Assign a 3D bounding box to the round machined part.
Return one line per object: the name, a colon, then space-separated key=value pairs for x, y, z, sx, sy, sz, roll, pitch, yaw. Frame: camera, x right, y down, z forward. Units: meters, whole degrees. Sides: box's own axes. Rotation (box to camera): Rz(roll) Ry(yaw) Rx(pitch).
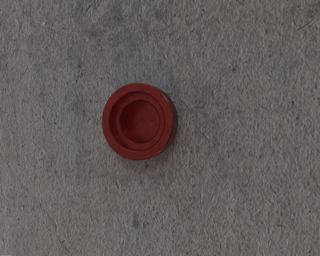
round machined part: x=-0.023 y=-0.008 z=0.408 sx=0.098 sy=0.042 sz=0.097 roll=0 pitch=90 yaw=20
